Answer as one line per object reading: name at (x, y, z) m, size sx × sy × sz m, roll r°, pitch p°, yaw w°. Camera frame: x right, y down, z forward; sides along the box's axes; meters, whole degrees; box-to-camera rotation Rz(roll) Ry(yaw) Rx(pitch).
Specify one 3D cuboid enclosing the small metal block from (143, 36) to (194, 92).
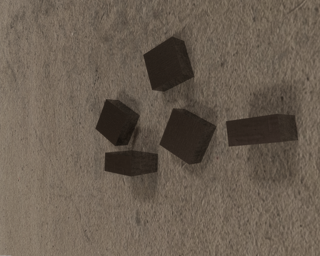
small metal block at (0.010, -0.080, 0.395) m, size 0.050 × 0.025 × 0.050 m, roll -23°, pitch 76°, yaw 37°

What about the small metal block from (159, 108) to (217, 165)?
small metal block at (0.033, 0.009, 0.376) m, size 0.050 × 0.025 × 0.050 m, roll 32°, pitch 110°, yaw 35°

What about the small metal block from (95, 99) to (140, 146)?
small metal block at (-0.063, -0.008, 0.455) m, size 0.050 × 0.025 × 0.050 m, roll 36°, pitch 112°, yaw 33°

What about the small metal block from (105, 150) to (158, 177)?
small metal block at (-0.039, 0.046, 0.418) m, size 0.050 × 0.050 × 0.025 m, roll 4°, pitch 93°, yaw 39°

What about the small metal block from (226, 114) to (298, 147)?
small metal block at (0.101, 0.003, 0.305) m, size 0.050 × 0.050 × 0.025 m, roll -9°, pitch 85°, yaw 39°
